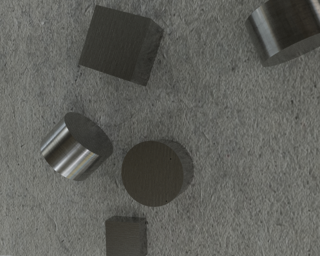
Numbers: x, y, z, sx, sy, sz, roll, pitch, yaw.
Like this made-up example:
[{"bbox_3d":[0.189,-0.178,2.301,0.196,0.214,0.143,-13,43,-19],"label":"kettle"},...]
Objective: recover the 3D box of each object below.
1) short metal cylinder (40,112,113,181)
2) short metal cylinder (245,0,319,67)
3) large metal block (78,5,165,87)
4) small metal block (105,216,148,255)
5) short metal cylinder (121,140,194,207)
[{"bbox_3d":[-0.111,0.024,0.419,0.050,0.080,0.080,-44,76,15],"label":"short metal cylinder"},{"bbox_3d":[0.139,-0.106,0.331,0.080,0.080,0.050,-22,83,18],"label":"short metal cylinder"},{"bbox_3d":[-0.051,-0.108,0.414,0.080,0.050,0.080,21,97,18],"label":"large metal block"},{"bbox_3d":[-0.046,0.150,0.425,0.050,0.025,0.050,-2,89,20],"label":"small metal block"},{"bbox_3d":[-0.002,0.055,0.396,0.080,0.050,0.079,0,90,20],"label":"short metal cylinder"}]
